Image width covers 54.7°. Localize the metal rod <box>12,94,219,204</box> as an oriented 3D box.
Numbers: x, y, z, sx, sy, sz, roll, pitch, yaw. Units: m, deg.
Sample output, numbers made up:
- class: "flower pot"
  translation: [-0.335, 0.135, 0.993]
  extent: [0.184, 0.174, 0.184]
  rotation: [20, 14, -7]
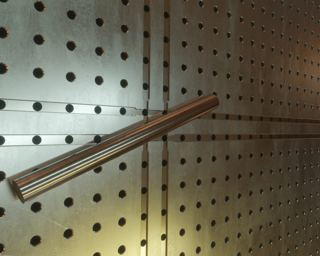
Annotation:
- class: "metal rod"
  translation: [-0.027, 0.010, 0.388]
  extent: [0.302, 0.025, 0.025]
  rotation: [-25, 106, -37]
